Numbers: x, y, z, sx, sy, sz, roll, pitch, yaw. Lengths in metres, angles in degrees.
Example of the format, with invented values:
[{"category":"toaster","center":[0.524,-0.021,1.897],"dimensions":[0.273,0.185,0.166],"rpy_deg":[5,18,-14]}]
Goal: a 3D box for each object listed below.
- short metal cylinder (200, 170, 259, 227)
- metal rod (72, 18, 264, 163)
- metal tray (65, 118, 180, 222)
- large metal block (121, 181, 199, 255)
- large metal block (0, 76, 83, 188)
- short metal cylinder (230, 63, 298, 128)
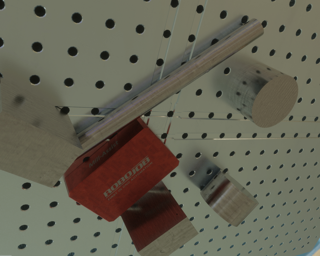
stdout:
[{"category":"short metal cylinder","center":[0.113,0.114,0.507],"dimensions":[0.080,0.080,0.050],"rpy_deg":[34,99,-39]},{"category":"metal rod","center":[0.001,-0.046,0.383],"dimensions":[0.301,0.025,0.025],"rpy_deg":[-34,129,-6]},{"category":"metal tray","center":[-0.048,0.059,0.418],"dimensions":[0.130,0.030,0.090],"rpy_deg":[-41,130,0]},{"category":"large metal block","center":[-0.003,0.140,0.460],"dimensions":[0.080,0.080,0.050],"rpy_deg":[-34,129,-6]},{"category":"large metal block","center":[-0.132,0.003,0.305],"dimensions":[0.080,0.080,0.050],"rpy_deg":[34,99,-39]},{"category":"short metal cylinder","center":[0.149,-0.047,0.447],"dimensions":[0.081,0.050,0.079],"rpy_deg":[-14,124,-21]}]
